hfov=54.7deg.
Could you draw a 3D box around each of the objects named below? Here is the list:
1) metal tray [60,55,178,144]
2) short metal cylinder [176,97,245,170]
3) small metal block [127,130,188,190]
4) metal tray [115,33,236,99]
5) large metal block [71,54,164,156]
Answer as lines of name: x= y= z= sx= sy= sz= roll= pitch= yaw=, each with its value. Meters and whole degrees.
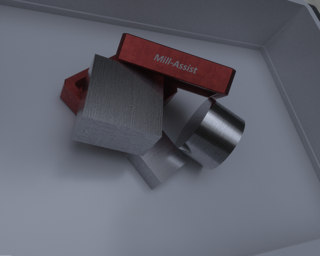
metal tray: x=-0.049 y=-0.047 z=0.403 sx=0.090 sy=0.030 sz=0.131 roll=47 pitch=51 yaw=4
short metal cylinder: x=0.064 y=0.007 z=0.401 sx=0.050 sy=0.080 sz=0.080 roll=34 pitch=51 yaw=-6
small metal block: x=-0.003 y=0.038 z=0.380 sx=0.050 sy=0.025 sz=0.050 roll=-33 pitch=80 yaw=-38
metal tray: x=0.017 y=-0.071 z=0.379 sx=0.131 sy=0.090 sz=0.030 roll=18 pitch=92 yaw=-1
large metal block: x=-0.044 y=-0.023 z=0.338 sx=0.081 sy=0.050 sz=0.080 roll=15 pitch=56 yaw=-20
